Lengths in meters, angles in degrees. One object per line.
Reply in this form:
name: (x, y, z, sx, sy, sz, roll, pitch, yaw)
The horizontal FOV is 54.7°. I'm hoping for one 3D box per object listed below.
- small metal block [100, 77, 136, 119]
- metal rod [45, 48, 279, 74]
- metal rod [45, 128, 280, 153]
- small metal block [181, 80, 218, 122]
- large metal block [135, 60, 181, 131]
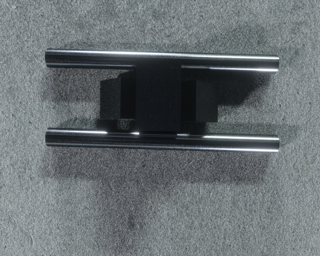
small metal block: (-0.053, -0.037, 0.397, 0.025, 0.050, 0.050, 1, 91, -40)
metal rod: (0.003, -0.089, 0.411, 0.302, 0.025, 0.025, 1, 90, -1)
metal rod: (0.004, 0.017, 0.411, 0.302, 0.025, 0.025, 2, 90, -1)
small metal block: (0.051, -0.033, 0.398, 0.025, 0.050, 0.050, 0, 90, 41)
large metal block: (-0.002, -0.037, 0.386, 0.050, 0.080, 0.079, 1, 90, 0)
